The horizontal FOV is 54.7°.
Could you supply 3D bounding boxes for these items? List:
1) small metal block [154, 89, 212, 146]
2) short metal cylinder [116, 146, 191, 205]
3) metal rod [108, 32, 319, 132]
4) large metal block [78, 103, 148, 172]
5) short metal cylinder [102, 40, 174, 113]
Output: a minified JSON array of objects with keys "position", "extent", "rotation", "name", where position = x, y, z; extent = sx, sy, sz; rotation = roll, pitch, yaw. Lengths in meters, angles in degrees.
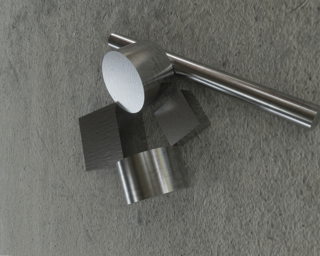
[{"position":[0.027,-0.012,0.383],"extent":[0.050,0.025,0.050],"rotation":[-41,65,32],"name":"small metal block"},{"position":[-0.008,0.058,0.376],"extent":[0.080,0.081,0.050],"rotation":[-26,74,37],"name":"short metal cylinder"},{"position":[0.039,-0.069,0.372],"extent":[0.300,0.025,0.025],"rotation":[30,109,36],"name":"metal rod"},{"position":[-0.067,0.015,0.444],"extent":[0.080,0.050,0.080],"rotation":[-18,79,38],"name":"large metal block"},{"position":[-0.028,-0.065,0.392],"extent":[0.080,0.050,0.079],"rotation":[31,137,35],"name":"short metal cylinder"}]
